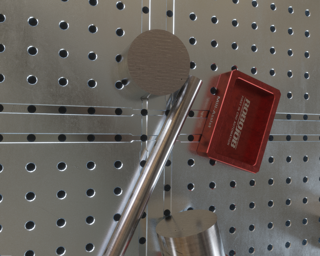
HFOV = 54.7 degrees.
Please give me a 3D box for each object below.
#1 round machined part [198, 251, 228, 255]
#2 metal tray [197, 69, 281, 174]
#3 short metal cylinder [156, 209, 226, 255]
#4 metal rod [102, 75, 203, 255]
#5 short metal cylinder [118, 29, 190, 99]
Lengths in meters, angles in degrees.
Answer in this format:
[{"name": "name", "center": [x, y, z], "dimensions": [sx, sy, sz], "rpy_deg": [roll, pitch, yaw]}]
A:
[{"name": "round machined part", "center": [0.061, 0.213, 0.425], "dimensions": [0.099, 0.042, 0.097], "rpy_deg": [-1, 92, -21]}, {"name": "metal tray", "center": [0.117, -0.008, 0.452], "dimensions": [0.091, 0.030, 0.129], "rpy_deg": [20, 83, -19]}, {"name": "short metal cylinder", "center": [0.039, 0.145, 0.398], "dimensions": [0.081, 0.080, 0.050], "rpy_deg": [-14, 95, -20]}, {"name": "metal rod", "center": [-0.015, 0.067, 0.407], "dimensions": [0.025, 0.025, 0.299], "rpy_deg": [28, 81, -18]}, {"name": "short metal cylinder", "center": [-0.009, -0.079, 0.396], "dimensions": [0.081, 0.050, 0.079], "rpy_deg": [0, 90, -20]}]
